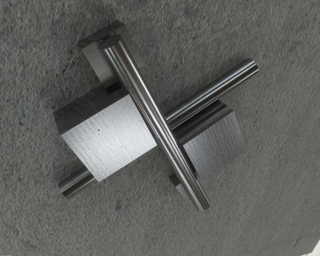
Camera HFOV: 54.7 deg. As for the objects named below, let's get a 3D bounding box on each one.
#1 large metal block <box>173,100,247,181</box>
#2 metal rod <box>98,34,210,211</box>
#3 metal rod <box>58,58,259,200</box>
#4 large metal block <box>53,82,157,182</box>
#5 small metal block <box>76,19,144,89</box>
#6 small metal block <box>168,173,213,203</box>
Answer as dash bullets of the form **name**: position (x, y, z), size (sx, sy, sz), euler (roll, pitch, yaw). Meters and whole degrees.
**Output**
- **large metal block**: position (0.067, 0.015, 0.438), size (0.080, 0.050, 0.080), euler (-34, 129, -6)
- **metal rod**: position (0.009, 0.018, 0.392), size (0.025, 0.025, 0.299), euler (-34, 129, -6)
- **metal rod**: position (0.003, -0.002, 0.409), size (0.301, 0.025, 0.025), euler (-34, 129, -6)
- **large metal block**: position (-0.062, 0.002, 0.357), size (0.080, 0.050, 0.080), euler (-32, 129, -7)
- **small metal block**: position (-0.053, -0.079, 0.332), size (0.050, 0.025, 0.050), euler (-33, 129, -7)
- **small metal block**: position (0.049, 0.083, 0.487), size (0.050, 0.025, 0.050), euler (-37, 129, -4)
